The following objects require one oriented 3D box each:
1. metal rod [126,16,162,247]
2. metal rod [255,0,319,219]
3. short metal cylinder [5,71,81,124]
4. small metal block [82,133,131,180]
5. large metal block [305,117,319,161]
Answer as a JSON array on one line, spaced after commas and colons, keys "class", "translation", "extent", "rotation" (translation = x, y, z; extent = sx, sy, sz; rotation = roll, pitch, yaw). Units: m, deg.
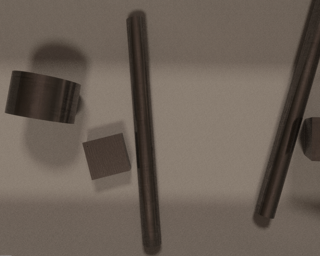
[{"class": "metal rod", "translation": [-0.021, 0.005, 0.411], "extent": [0.025, 0.025, 0.298], "rotation": [-4, 90, -1]}, {"class": "metal rod", "translation": [0.181, -0.027, 0.413], "extent": [0.025, 0.025, 0.298], "rotation": [16, 90, -1]}, {"class": "short metal cylinder", "translation": [-0.143, -0.036, 0.382], "extent": [0.080, 0.080, 0.050], "rotation": [10, 90, -1]}, {"class": "small metal block", "translation": [-0.069, 0.037, 0.411], "extent": [0.050, 0.025, 0.050], "rotation": [-14, 90, -1]}, {"class": "large metal block", "translation": [0.224, 0.013, 0.376], "extent": [0.080, 0.080, 0.050], "rotation": [1, 90, 19]}]
